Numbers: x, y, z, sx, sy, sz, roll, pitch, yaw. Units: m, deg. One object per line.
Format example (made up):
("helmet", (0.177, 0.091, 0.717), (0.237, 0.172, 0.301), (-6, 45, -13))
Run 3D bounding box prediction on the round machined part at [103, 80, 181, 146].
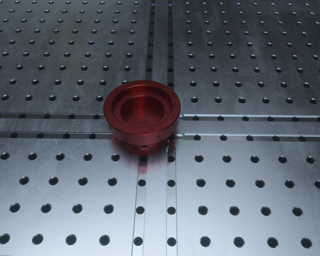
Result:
("round machined part", (-0.023, -0.016, 0.410), (0.099, 0.042, 0.098), (0, 50, 0))
